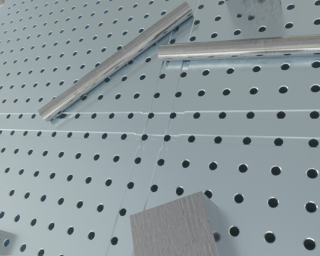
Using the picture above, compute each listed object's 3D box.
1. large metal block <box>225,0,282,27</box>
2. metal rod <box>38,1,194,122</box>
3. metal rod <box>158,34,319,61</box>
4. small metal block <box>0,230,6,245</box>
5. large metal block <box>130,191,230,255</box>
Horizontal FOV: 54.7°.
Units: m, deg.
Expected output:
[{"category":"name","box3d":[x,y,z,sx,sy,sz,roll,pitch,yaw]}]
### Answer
[{"category":"large metal block","box3d":[0.122,-0.206,0.435,0.050,0.080,0.080,-31,52,9]},{"category":"metal rod","box3d":[-0.075,-0.108,0.513,0.300,0.025,0.025,-36,51,4]},{"category":"metal rod","box3d":[0.133,-0.104,0.402,0.300,0.025,0.025,5,64,30]},{"category":"small metal block","box3d":[-0.257,0.167,0.441,0.050,0.025,0.050,-2,61,27]},{"category":"large metal block","box3d":[0.022,0.120,0.307,0.080,0.050,0.080,-23,53,14]}]
